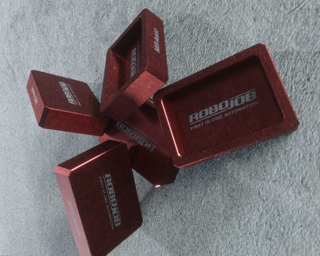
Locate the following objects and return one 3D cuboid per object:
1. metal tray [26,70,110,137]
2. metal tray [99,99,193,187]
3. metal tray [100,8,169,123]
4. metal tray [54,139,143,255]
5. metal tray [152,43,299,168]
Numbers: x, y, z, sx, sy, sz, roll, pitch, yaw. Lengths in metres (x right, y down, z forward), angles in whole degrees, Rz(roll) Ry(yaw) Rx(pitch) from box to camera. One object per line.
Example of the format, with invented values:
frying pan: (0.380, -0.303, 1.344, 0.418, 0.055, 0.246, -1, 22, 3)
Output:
metal tray: (-0.138, -0.038, 0.455, 0.130, 0.091, 0.030, 48, 120, 48)
metal tray: (-0.023, 0.008, 0.420, 0.130, 0.030, 0.089, 32, 110, 35)
metal tray: (-0.034, -0.081, 0.391, 0.090, 0.030, 0.130, -38, 38, 33)
metal tray: (-0.073, 0.091, 0.396, 0.030, 0.091, 0.129, 7, 115, 40)
metal tray: (0.065, -0.019, 0.327, 0.130, 0.030, 0.090, -23, 75, 22)
